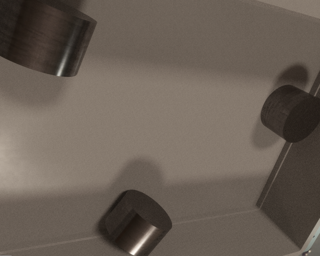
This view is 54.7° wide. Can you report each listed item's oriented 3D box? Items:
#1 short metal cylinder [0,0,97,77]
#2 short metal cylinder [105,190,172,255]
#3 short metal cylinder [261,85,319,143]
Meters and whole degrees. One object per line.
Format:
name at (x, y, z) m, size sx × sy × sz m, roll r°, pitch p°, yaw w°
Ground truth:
short metal cylinder at (-0.101, -0.085, 0.266) m, size 0.081 × 0.080 × 0.050 m, roll 14°, pitch 111°, yaw -35°
short metal cylinder at (-0.030, 0.134, 0.441) m, size 0.080 × 0.080 × 0.050 m, roll 31°, pitch 101°, yaw -38°
short metal cylinder at (0.211, -0.023, 0.496) m, size 0.081 × 0.050 × 0.079 m, roll -14°, pitch 125°, yaw -21°
